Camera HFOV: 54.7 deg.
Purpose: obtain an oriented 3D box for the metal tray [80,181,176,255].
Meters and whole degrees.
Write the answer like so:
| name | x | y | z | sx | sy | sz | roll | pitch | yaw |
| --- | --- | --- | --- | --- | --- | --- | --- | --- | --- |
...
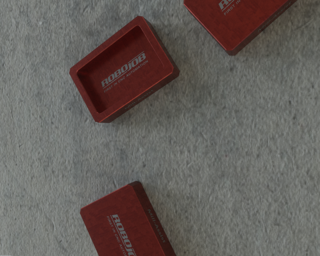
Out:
| name | x | y | z | sx | sy | sz | roll | pitch | yaw |
| --- | --- | --- | --- | --- | --- | --- | --- | --- | --- |
| metal tray | -0.042 | 0.149 | 0.420 | 0.090 | 0.030 | 0.130 | -30 | 81 | 17 |

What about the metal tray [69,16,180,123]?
| name | x | y | z | sx | sy | sz | roll | pitch | yaw |
| --- | --- | --- | --- | --- | --- | --- | --- | --- | --- |
| metal tray | -0.051 | -0.076 | 0.422 | 0.130 | 0.030 | 0.090 | -33 | 80 | 16 |

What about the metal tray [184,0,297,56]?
| name | x | y | z | sx | sy | sz | roll | pitch | yaw |
| --- | --- | --- | --- | --- | --- | --- | --- | --- | --- |
| metal tray | 0.105 | -0.163 | 0.369 | 0.130 | 0.030 | 0.090 | -42 | 77 | 15 |
